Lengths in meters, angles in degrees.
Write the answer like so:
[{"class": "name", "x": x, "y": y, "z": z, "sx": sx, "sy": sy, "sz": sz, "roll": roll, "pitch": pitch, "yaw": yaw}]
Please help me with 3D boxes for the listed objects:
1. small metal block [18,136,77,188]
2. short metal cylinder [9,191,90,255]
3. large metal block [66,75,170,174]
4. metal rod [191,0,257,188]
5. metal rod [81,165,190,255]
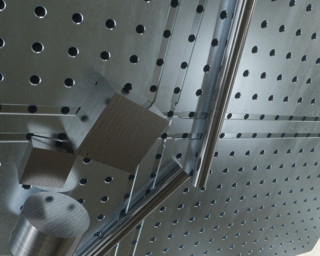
[{"class": "small metal block", "x": -0.133, "y": 0.041, "z": 0.364, "sx": 0.050, "sy": 0.025, "sz": 0.050, "roll": 15, "pitch": 111, "yaw": -35}, {"class": "short metal cylinder", "x": -0.134, "y": 0.123, "z": 0.379, "sx": 0.081, "sy": 0.080, "sz": 0.050, "roll": 17, "pitch": 110, "yaw": -35}, {"class": "large metal block", "x": -0.050, "y": -0.002, "z": 0.366, "sx": 0.080, "sy": 0.050, "sz": 0.080, "roll": 27, "pitch": 103, "yaw": -38}, {"class": "metal rod", "x": 0.084, "y": -0.041, "z": 0.431, "sx": 0.025, "sy": 0.025, "sz": 0.298, "roll": -5, "pitch": 121, "yaw": -26}, {"class": "metal rod", "x": -0.072, "y": 0.167, "z": 0.474, "sx": 0.300, "sy": 0.025, "sz": 0.025, "roll": -43, "pitch": 129, "yaw": 1}]
